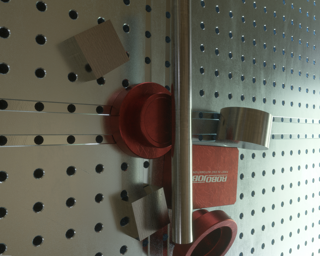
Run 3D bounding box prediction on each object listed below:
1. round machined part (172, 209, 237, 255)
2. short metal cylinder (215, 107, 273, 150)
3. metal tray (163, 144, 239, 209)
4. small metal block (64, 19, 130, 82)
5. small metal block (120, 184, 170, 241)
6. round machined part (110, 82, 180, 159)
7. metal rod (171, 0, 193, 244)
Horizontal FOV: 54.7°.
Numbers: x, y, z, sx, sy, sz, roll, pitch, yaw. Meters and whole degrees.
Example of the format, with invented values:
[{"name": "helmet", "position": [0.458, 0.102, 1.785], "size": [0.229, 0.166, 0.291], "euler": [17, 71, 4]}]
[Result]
[{"name": "round machined part", "position": [0.057, 0.153, 0.429], "size": [0.099, 0.042, 0.097], "euler": [-20, 128, -27]}, {"name": "short metal cylinder", "position": [0.130, 0.002, 0.482], "size": [0.080, 0.080, 0.050], "euler": [18, 79, -39]}, {"name": "metal tray", "position": [0.064, 0.070, 0.459], "size": [0.131, 0.030, 0.089], "euler": [6, 86, -40]}, {"name": "small metal block", "position": [-0.070, -0.087, 0.350], "size": [0.050, 0.025, 0.050], "euler": [-40, 114, -33]}, {"name": "small metal block", "position": [-0.018, 0.106, 0.394], "size": [0.050, 0.025, 0.050], "euler": [-19, 102, -38]}, {"name": "round machined part", "position": [-0.009, -0.009, 0.390], "size": [0.099, 0.042, 0.097], "euler": [0, 90, -40]}, {"name": "metal rod", "position": [0.026, -0.013, 0.376], "size": [0.025, 0.025, 0.298], "euler": [-1, 91, -40]}]
